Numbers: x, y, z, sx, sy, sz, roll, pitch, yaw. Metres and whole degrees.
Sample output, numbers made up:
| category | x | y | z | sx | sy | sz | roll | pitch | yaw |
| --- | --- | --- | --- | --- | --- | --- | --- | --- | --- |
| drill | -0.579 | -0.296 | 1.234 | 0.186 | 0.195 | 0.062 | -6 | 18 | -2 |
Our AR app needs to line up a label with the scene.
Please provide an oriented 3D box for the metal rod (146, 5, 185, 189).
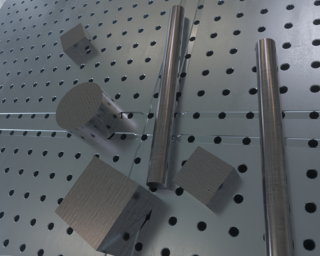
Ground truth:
| category | x | y | z | sx | sy | sz | roll | pitch | yaw |
| --- | --- | --- | --- | --- | --- | --- | --- | --- | --- |
| metal rod | 0.012 | -0.062 | 0.439 | 0.025 | 0.025 | 0.299 | -7 | 58 | 24 |

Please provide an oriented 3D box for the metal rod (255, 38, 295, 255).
| category | x | y | z | sx | sy | sz | roll | pitch | yaw |
| --- | --- | --- | --- | --- | --- | --- | --- | --- | --- |
| metal rod | 0.120 | 0.023 | 0.330 | 0.025 | 0.025 | 0.299 | -7 | 58 | 24 |

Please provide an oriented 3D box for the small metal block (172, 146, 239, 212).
| category | x | y | z | sx | sy | sz | roll | pitch | yaw |
| --- | --- | --- | --- | --- | --- | --- | --- | --- | --- |
| small metal block | 0.051 | 0.056 | 0.347 | 0.050 | 0.025 | 0.050 | 32 | 79 | 38 |

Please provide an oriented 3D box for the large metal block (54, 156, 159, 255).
| category | x | y | z | sx | sy | sz | roll | pitch | yaw |
| --- | --- | --- | --- | --- | --- | --- | --- | --- | --- |
| large metal block | -0.063 | 0.092 | 0.369 | 0.080 | 0.050 | 0.080 | 25 | 75 | 36 |

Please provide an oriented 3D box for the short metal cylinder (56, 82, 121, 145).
| category | x | y | z | sx | sy | sz | roll | pitch | yaw |
| --- | --- | --- | --- | --- | --- | --- | --- | --- | --- |
| short metal cylinder | -0.106 | -0.021 | 0.461 | 0.080 | 0.050 | 0.080 | -13 | 56 | 21 |

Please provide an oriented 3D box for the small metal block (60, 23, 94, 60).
| category | x | y | z | sx | sy | sz | roll | pitch | yaw |
| --- | --- | --- | --- | --- | --- | --- | --- | --- | --- |
| small metal block | -0.161 | -0.167 | 0.595 | 0.050 | 0.025 | 0.050 | -31 | 52 | 8 |
